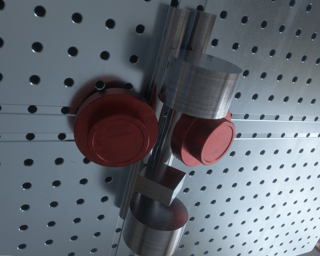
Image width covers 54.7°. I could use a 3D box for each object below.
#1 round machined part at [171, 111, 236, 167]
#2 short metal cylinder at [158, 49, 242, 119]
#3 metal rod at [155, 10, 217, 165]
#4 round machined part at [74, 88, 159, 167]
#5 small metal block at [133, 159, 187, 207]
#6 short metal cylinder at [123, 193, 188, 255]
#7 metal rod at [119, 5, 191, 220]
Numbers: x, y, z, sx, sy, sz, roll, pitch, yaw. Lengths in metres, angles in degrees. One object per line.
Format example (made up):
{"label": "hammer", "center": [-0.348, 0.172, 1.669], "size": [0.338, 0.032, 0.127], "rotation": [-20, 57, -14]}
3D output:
{"label": "round machined part", "center": [0.065, 0.012, 0.426], "size": [0.099, 0.042, 0.097], "rotation": [-26, 134, -30]}
{"label": "short metal cylinder", "center": [0.042, -0.050, 0.339], "size": [0.081, 0.080, 0.050], "rotation": [1, 118, -29]}
{"label": "metal rod", "center": [0.018, -0.002, 0.418], "size": [0.025, 0.025, 0.298], "rotation": [1, 118, -29]}
{"label": "round machined part", "center": [-0.049, 0.006, 0.361], "size": [0.099, 0.042, 0.097], "rotation": [-6, 119, -10]}
{"label": "small metal block", "center": [0.001, 0.071, 0.409], "size": [0.050, 0.050, 0.025], "rotation": [-39, 148, -61]}
{"label": "short metal cylinder", "center": [-0.007, 0.130, 0.424], "size": [0.081, 0.080, 0.050], "rotation": [1, 118, -29]}
{"label": "metal rod", "center": [-0.013, -0.001, 0.402], "size": [0.025, 0.025, 0.298], "rotation": [1, 118, -29]}
